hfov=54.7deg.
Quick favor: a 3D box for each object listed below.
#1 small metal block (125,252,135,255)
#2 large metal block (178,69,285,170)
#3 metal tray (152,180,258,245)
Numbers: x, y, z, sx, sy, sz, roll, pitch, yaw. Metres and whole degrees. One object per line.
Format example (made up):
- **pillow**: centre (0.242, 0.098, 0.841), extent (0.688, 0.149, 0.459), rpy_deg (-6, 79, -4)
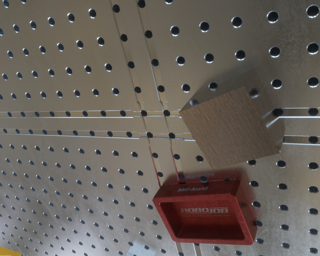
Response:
- **small metal block**: centre (-0.050, 0.280, 0.611), extent (0.050, 0.025, 0.050), rpy_deg (20, 126, 16)
- **large metal block**: centre (0.082, -0.008, 0.347), extent (0.080, 0.050, 0.080), rpy_deg (-21, 107, 36)
- **metal tray**: centre (0.064, 0.125, 0.451), extent (0.130, 0.030, 0.090), rpy_deg (-11, 113, 33)
